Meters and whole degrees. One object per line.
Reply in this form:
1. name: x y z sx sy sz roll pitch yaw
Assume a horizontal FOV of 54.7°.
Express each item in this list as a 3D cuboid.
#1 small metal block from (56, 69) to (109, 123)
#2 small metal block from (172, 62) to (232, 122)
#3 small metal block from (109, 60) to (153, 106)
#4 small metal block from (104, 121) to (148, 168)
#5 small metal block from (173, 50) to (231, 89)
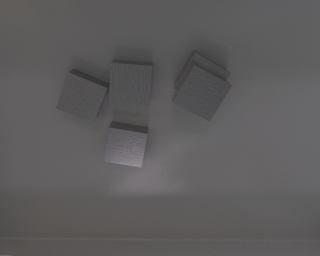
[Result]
1. small metal block: -0.098 -0.041 0.395 0.050 0.025 0.050 22 109 -8
2. small metal block: 0.049 -0.043 0.369 0.050 0.025 0.050 26 108 -10
3. small metal block: -0.036 -0.057 0.390 0.050 0.025 0.050 4 110 -2
4. small metal block: -0.045 0.022 0.419 0.050 0.025 0.050 10 110 -4
5. small metal block: 0.052 -0.062 0.389 0.050 0.025 0.050 28 108 -10
